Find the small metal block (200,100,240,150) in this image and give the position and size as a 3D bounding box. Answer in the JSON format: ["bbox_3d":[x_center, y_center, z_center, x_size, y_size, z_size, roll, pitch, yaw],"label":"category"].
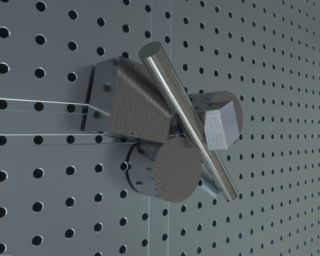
[{"bbox_3d":[0.078,-0.004,0.396,0.050,0.025,0.050,-31,110,-55],"label":"small metal block"}]

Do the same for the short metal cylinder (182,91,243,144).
[{"bbox_3d":[0.076,-0.013,0.453,0.081,0.050,0.079,0,90,-40],"label":"short metal cylinder"}]

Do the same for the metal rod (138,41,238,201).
[{"bbox_3d":[0.053,0.015,0.403,0.025,0.025,0.300,-58,137,-24],"label":"metal rod"}]

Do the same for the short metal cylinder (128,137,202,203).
[{"bbox_3d":[0.007,0.050,0.394,0.081,0.050,0.079,0,90,-40],"label":"short metal cylinder"}]

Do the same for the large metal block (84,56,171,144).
[{"bbox_3d":[-0.033,-0.028,0.359,0.081,0.050,0.080,14,81,-39],"label":"large metal block"}]
